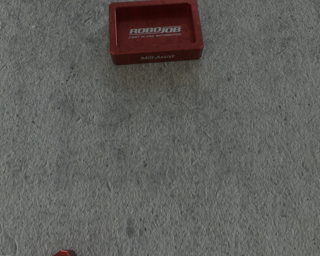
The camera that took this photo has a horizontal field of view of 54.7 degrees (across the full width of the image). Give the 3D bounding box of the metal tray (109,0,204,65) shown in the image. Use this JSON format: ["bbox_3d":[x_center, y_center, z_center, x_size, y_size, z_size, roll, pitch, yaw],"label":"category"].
[{"bbox_3d":[-0.007,-0.143,0.457,0.131,0.030,0.090,-4,70,-2],"label":"metal tray"}]

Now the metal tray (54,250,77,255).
[{"bbox_3d":[-0.131,0.206,0.328,0.131,0.030,0.090,-35,74,-12],"label":"metal tray"}]
